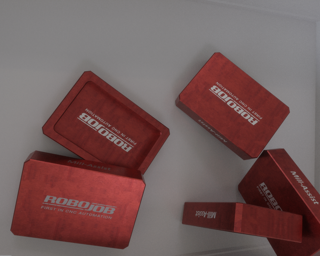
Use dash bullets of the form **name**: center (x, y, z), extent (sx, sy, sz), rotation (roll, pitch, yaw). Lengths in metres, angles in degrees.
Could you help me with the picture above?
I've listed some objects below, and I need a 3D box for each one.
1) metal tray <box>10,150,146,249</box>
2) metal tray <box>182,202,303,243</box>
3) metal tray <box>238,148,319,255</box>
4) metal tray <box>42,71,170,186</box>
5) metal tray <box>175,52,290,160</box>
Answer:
- **metal tray**: center (-0.091, 0.084, 0.354), extent (0.131, 0.030, 0.089), rotation (13, 101, -13)
- **metal tray**: center (0.096, 0.115, 0.388), extent (0.091, 0.130, 0.030), rotation (15, 72, -19)
- **metal tray**: center (0.161, 0.102, 0.399), extent (0.030, 0.089, 0.130), rotation (-3, 46, -25)
- **metal tray**: center (-0.064, 0.004, 0.384), extent (0.130, 0.030, 0.090), rotation (37, 78, -17)
- **metal tray**: center (0.099, -0.030, 0.424), extent (0.130, 0.030, 0.090), rotation (39, 77, 1)
